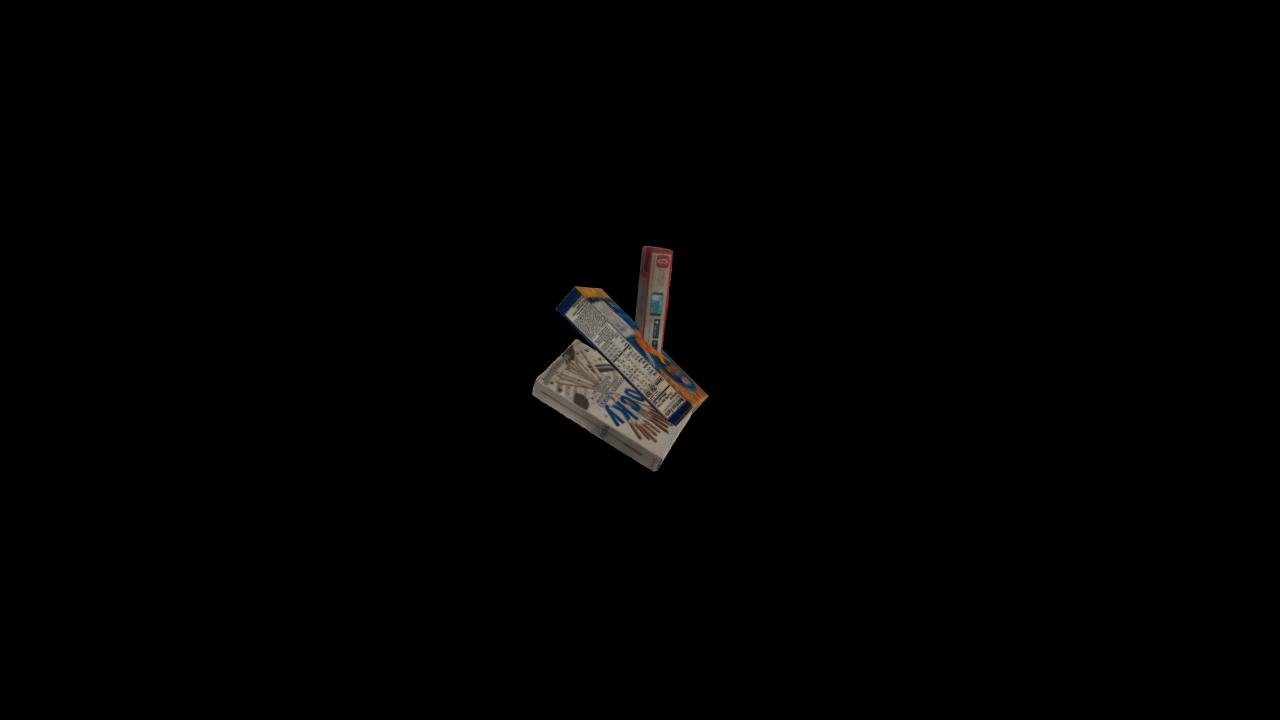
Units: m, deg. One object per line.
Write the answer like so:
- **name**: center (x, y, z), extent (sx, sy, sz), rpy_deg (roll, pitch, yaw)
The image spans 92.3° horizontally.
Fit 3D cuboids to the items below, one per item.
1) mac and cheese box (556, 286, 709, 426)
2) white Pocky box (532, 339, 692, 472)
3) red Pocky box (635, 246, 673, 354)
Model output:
- **mac and cheese box**: center (-0.006, -0.007, 0.693), extent (0.184, 0.041, 0.093), rpy_deg (45, 13, 8)
- **white Pocky box**: center (-0.028, 0.046, 0.651), extent (0.154, 0.028, 0.084), rpy_deg (32, 43, 7)
- **red Pocky box**: center (0.012, -0.055, 0.720), extent (0.028, 0.155, 0.083), rpy_deg (4, 12, -9)
